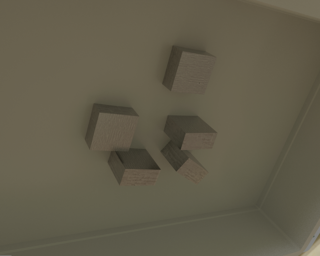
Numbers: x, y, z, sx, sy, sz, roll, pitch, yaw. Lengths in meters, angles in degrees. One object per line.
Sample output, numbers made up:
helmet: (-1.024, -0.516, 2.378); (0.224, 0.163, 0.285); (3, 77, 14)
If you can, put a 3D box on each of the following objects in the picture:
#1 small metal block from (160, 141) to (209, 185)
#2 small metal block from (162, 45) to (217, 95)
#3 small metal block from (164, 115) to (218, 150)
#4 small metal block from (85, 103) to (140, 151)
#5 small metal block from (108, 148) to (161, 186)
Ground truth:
small metal block: (0.035, 0.048, 0.443); (0.025, 0.050, 0.050); (-48, 129, 5)
small metal block: (0.036, -0.071, 0.386); (0.050, 0.025, 0.050); (2, 118, -30)
small metal block: (0.040, 0.005, 0.420); (0.050, 0.050, 0.025); (0, 118, -29)
small metal block: (-0.059, 0.000, 0.378); (0.050, 0.025, 0.050); (5, 116, -31)
small metal block: (-0.035, 0.050, 0.406); (0.050, 0.050, 0.025); (6, 115, -32)
